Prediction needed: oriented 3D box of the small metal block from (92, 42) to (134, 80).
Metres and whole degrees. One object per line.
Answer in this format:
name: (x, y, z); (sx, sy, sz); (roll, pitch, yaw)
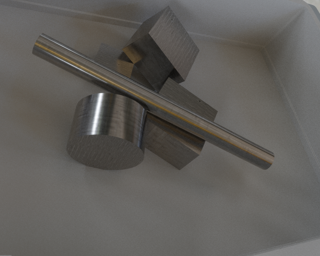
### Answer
small metal block: (-0.065, -0.081, 0.421); (0.050, 0.025, 0.050); (21, 54, -16)

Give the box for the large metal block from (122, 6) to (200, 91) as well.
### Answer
large metal block: (0.005, -0.112, 0.442); (0.080, 0.050, 0.080); (49, 44, -25)

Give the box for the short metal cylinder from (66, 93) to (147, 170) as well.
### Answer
short metal cylinder: (-0.056, 0.006, 0.338); (0.081, 0.080, 0.050); (16, 55, -20)

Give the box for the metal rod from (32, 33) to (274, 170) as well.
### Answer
metal rod: (0.003, -0.024, 0.359); (0.301, 0.025, 0.025); (26, 52, -12)

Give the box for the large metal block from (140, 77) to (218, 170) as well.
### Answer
large metal block: (0.019, -0.006, 0.405); (0.080, 0.050, 0.080); (34, 51, -6)
